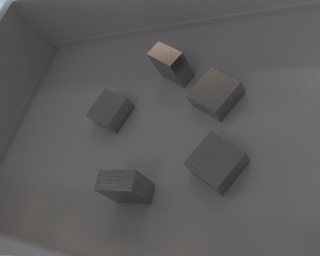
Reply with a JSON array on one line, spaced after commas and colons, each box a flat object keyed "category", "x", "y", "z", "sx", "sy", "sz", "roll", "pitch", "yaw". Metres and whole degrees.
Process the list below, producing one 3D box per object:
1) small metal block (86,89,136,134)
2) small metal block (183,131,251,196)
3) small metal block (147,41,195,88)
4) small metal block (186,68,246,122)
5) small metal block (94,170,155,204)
[{"category": "small metal block", "x": -0.073, "y": -0.025, "z": 0.460, "sx": 0.050, "sy": 0.025, "sz": 0.050, "roll": 23, "pitch": 74, "yaw": 36}, {"category": "small metal block", "x": 0.064, "y": 0.039, "z": 0.348, "sx": 0.050, "sy": 0.025, "sz": 0.050, "roll": -49, "pitch": 52, "yaw": -7}, {"category": "small metal block", "x": 0.016, "y": -0.089, "z": 0.436, "sx": 0.025, "sy": 0.050, "sz": 0.050, "roll": -49, "pitch": 51, "yaw": -6}, {"category": "small metal block", "x": 0.071, "y": -0.043, "z": 0.395, "sx": 0.050, "sy": 0.025, "sz": 0.050, "roll": -49, "pitch": 52, "yaw": -7}, {"category": "small metal block", "x": -0.041, "y": 0.070, "z": 0.368, "sx": 0.050, "sy": 0.050, "sz": 0.025, "roll": -4, "pitch": 60, "yaw": 26}]
